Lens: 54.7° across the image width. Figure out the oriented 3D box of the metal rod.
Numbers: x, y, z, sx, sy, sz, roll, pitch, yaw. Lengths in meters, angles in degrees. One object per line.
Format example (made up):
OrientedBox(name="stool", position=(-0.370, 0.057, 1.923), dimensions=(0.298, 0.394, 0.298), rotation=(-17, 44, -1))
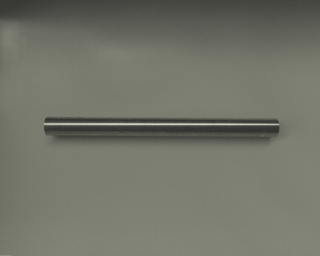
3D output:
OrientedBox(name="metal rod", position=(0.003, -0.001, 0.409), dimensions=(0.302, 0.025, 0.025), rotation=(0, 90, -1))
